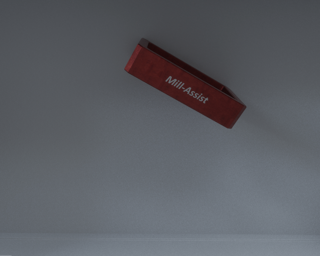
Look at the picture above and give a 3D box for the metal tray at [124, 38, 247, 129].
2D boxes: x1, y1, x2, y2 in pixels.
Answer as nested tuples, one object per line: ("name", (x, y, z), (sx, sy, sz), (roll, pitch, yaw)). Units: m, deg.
("metal tray", (0.028, -0.055, 0.356), (0.131, 0.090, 0.030), (28, 108, -10))
